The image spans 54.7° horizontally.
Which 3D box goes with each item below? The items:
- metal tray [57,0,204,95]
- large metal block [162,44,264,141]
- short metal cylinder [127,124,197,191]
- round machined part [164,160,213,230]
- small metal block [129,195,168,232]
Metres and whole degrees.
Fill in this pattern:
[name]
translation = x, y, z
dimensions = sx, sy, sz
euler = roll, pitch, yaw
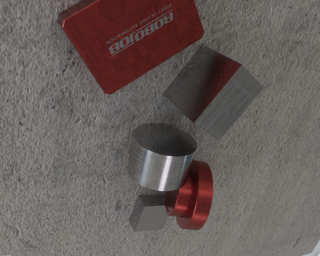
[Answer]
[metal tray]
translation = -0.025, -0.106, 0.324
dimensions = 0.130, 0.030, 0.090
euler = -33, 129, -7
[large metal block]
translation = 0.061, -0.045, 0.377
dimensions = 0.050, 0.080, 0.080
euler = 32, 100, -38
[short metal cylinder]
translation = 0.002, 0.035, 0.394
dimensions = 0.081, 0.080, 0.050
euler = -2, 119, -28
[round machined part]
translation = 0.036, 0.093, 0.441
dimensions = 0.042, 0.098, 0.097
euler = 11, 114, -12
[small metal block]
translation = -0.014, 0.132, 0.481
dimensions = 0.050, 0.025, 0.050
euler = 7, 115, -32
